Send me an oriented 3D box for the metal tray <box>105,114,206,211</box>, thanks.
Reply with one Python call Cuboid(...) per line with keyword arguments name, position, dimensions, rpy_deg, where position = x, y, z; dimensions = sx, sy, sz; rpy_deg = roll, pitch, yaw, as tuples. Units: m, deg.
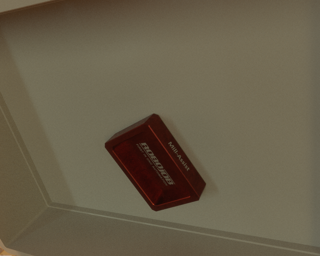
Cuboid(name="metal tray", position=(-0.007, 0.053, 0.440), dimensions=(0.090, 0.030, 0.130), rpy_deg=(-26, 105, 36))
